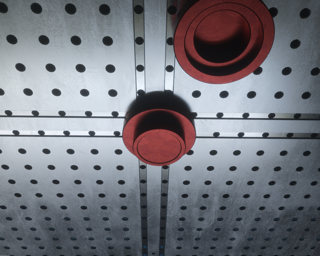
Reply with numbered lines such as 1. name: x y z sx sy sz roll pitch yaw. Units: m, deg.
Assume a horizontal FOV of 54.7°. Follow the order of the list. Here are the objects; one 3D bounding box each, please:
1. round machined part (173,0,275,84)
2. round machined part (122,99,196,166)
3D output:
1. round machined part: 0.062 -0.097 0.319 0.099 0.042 0.097 -1 130 0
2. round machined part: -0.001 0.013 0.412 0.099 0.042 0.097 0 130 0
